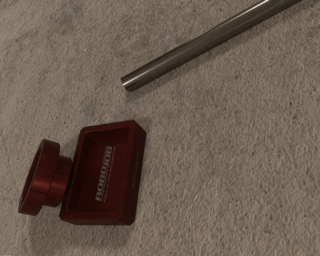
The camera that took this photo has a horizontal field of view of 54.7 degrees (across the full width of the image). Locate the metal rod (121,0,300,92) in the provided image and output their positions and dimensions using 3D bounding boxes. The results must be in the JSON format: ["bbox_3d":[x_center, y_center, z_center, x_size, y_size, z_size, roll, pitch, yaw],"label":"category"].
[{"bbox_3d":[0.079,-0.132,0.442,0.301,0.025,0.025,-27,53,11],"label":"metal rod"}]

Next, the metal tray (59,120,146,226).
[{"bbox_3d":[-0.071,0.057,0.401,0.090,0.030,0.130,-8,58,23],"label":"metal tray"}]

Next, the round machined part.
[{"bbox_3d":[-0.148,0.067,0.408,0.097,0.042,0.098,-46,33,43],"label":"round machined part"}]
